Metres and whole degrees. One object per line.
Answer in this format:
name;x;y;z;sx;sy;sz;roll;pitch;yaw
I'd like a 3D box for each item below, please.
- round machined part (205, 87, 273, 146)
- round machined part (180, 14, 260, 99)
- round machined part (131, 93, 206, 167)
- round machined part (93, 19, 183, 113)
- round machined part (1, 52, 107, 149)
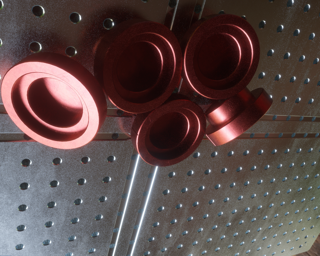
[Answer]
round machined part;0.097;-0.023;0.417;0.098;0.098;0.042;-41;94;-1
round machined part;0.067;-0.087;0.376;0.099;0.042;0.097;-7;111;-17
round machined part;0.008;-0.001;0.405;0.099;0.042;0.097;-14;124;-21
round machined part;-0.027;-0.068;0.338;0.099;0.042;0.097;-18;123;-30
round machined part;-0.099;-0.030;0.308;0.098;0.042;0.097;6;126;9
